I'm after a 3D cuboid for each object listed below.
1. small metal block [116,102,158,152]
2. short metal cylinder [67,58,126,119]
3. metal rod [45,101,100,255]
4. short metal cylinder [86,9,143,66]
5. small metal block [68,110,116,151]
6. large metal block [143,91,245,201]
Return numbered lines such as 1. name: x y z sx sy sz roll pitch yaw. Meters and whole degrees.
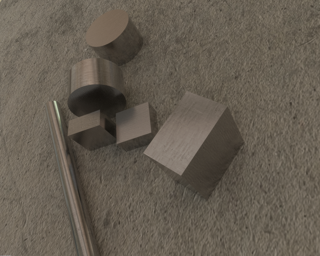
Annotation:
1. small metal block: -0.031 -0.001 0.420 0.050 0.025 0.050 -19 55 17
2. short metal cylinder: -0.091 -0.054 0.448 0.080 0.080 0.050 -21 54 15
3. metal rod: -0.124 0.068 0.424 0.025 0.025 0.300 -33 52 6
4. short metal cylinder: -0.075 -0.150 0.518 0.080 0.050 0.080 -13 56 20
5. small metal block: -0.091 0.005 0.431 0.050 0.050 0.025 -18 55 17
6. large metal block: 0.040 0.021 0.334 0.050 0.080 0.080 27 76 37
